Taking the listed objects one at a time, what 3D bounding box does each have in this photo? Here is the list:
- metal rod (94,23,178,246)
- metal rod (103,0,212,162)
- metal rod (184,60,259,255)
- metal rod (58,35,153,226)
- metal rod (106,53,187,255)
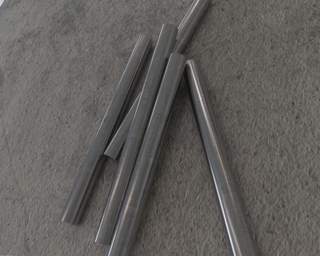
[{"bbox_3d":[-0.025,-0.004,0.400,0.025,0.025,0.299,5,70,30],"label":"metal rod"},{"bbox_3d":[0.004,-0.086,0.454,0.025,0.025,0.300,17,70,35],"label":"metal rod"},{"bbox_3d":[0.064,0.034,0.349,0.025,0.025,0.299,-21,54,16],"label":"metal rod"},{"bbox_3d":[-0.070,-0.011,0.447,0.025,0.025,0.300,6,64,31],"label":"metal rod"},{"bbox_3d":[-0.016,0.042,0.371,0.025,0.025,0.299,5,69,31],"label":"metal rod"}]
